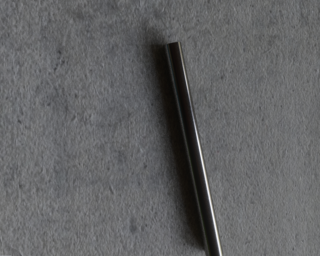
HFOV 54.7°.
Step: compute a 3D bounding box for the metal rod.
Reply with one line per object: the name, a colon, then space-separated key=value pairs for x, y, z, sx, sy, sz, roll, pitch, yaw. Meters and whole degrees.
metal rod: x=0.047 y=0.033 z=0.427 sx=0.025 sy=0.025 sz=0.298 roll=-14 pitch=95 yaw=-20
